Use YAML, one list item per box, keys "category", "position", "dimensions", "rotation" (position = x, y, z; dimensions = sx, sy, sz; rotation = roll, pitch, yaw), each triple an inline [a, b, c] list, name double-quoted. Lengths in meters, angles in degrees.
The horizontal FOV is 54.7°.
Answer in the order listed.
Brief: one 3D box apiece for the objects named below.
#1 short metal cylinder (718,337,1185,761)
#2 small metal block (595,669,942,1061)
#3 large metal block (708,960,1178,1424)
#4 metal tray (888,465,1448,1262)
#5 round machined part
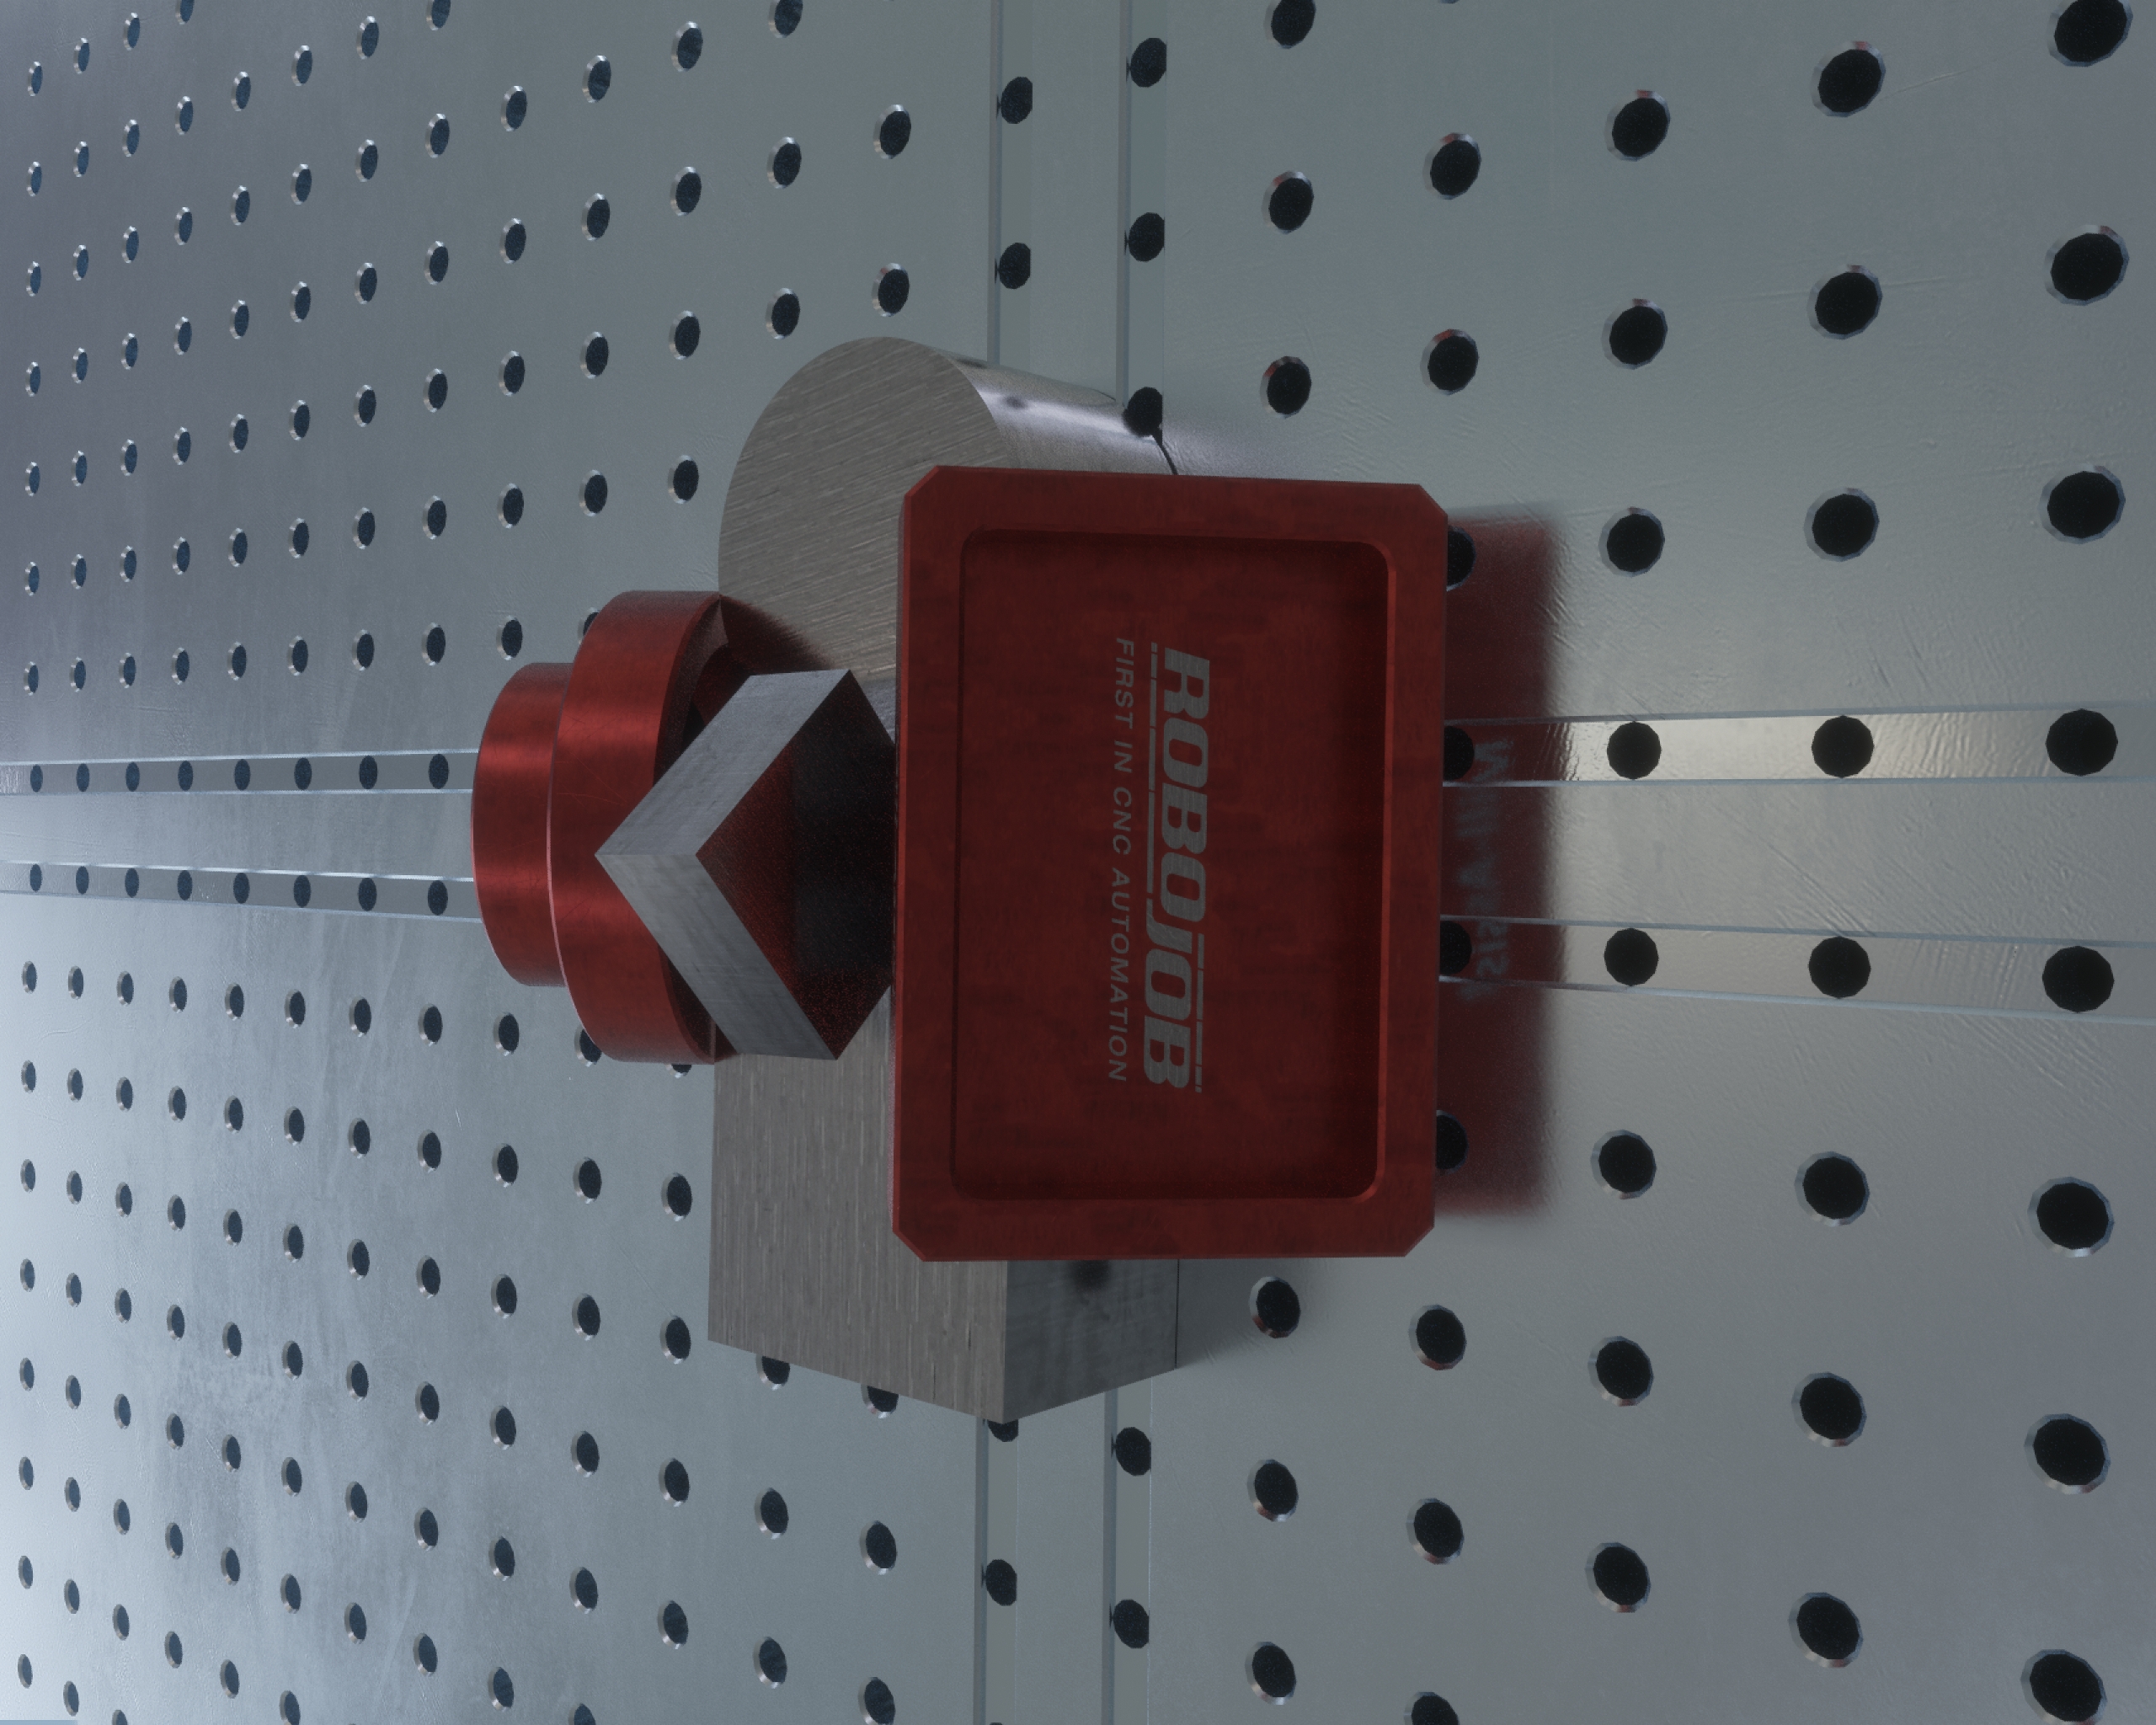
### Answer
- category: "short metal cylinder"
  position: [-0.025, -0.059, 0.413]
  dimensions: [0.080, 0.050, 0.080]
  rotation: [0, 90, 40]
- category: "small metal block"
  position: [-0.052, 0.000, 0.381]
  dimensions: [0.025, 0.050, 0.050]
  rotation: [0, 132, 37]
- category: "large metal block"
  position: [-0.027, 0.058, 0.415]
  dimensions: [0.080, 0.050, 0.079]
  rotation: [3, 92, 40]
- category: "metal tray"
  position: [0.014, 0.001, 0.357]
  dimensions: [0.030, 0.091, 0.129]
  rotation: [-174, 85, -83]
- category: "round machined part"
  position: [-0.093, -0.007, 0.433]
  dimensions: [0.042, 0.098, 0.097]
  rotation: [1, 91, 7]
